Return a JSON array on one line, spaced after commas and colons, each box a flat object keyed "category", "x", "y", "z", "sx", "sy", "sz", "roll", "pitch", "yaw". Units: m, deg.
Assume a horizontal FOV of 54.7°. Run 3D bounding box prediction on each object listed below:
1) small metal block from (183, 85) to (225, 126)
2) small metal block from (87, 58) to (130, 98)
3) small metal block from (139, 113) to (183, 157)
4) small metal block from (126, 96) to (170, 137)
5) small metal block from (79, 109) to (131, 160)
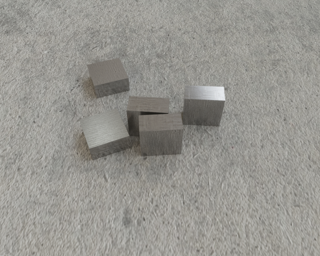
[{"category": "small metal block", "x": 0.057, "y": -0.029, "z": 0.411, "sx": 0.050, "sy": 0.050, "sz": 0.025, "roll": 3, "pitch": 50, "yaw": 2}, {"category": "small metal block", "x": -0.078, "y": -0.076, "z": 0.466, "sx": 0.050, "sy": 0.025, "sz": 0.050, "roll": -16, "pitch": 52, "yaw": -13}, {"category": "small metal block", "x": 0.001, "y": 0.009, "z": 0.379, "sx": 0.050, "sy": 0.050, "sz": 0.025, "roll": -3, "pitch": 50, "yaw": -3}, {"category": "small metal block", "x": -0.014, "y": -0.013, "z": 0.398, "sx": 0.050, "sy": 0.050, "sz": 0.025, "roll": 4, "pitch": 50, "yaw": 3}, {"category": "small metal block", "x": -0.070, "y": 0.007, "z": 0.396, "sx": 0.050, "sy": 0.025, "sz": 0.050, "roll": -18, "pitch": 52, "yaw": -15}]
